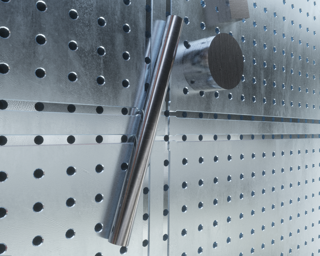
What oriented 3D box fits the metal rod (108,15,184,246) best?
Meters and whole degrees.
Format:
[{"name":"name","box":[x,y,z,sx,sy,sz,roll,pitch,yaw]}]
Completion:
[{"name":"metal rod","box":[-0.014,-0.006,0.396,0.025,0.025,0.299,23,76,-38]}]

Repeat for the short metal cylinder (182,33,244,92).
[{"name":"short metal cylinder","box":[0.079,-0.095,0.459,0.081,0.050,0.080,0,90,-40]}]

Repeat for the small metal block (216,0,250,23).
[{"name":"small metal block","box":[0.119,-0.202,0.508,0.050,0.025,0.050,-20,103,-38]}]
